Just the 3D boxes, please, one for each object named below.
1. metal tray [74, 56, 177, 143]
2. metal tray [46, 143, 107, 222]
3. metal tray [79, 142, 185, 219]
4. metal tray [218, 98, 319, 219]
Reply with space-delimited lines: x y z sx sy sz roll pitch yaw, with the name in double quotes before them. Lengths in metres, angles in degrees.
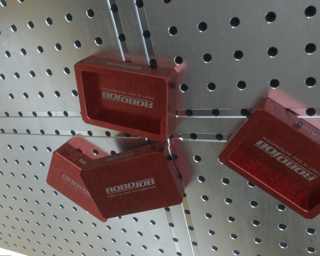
"metal tray" -0.045 -0.039 0.405 0.130 0.030 0.089 13 124 20
"metal tray" -0.128 0.095 0.532 0.130 0.030 0.089 33 129 6
"metal tray" -0.040 0.079 0.454 0.130 0.030 0.090 -16 111 17
"metal tray" 0.145 0.037 0.353 0.130 0.030 0.089 34 129 5
